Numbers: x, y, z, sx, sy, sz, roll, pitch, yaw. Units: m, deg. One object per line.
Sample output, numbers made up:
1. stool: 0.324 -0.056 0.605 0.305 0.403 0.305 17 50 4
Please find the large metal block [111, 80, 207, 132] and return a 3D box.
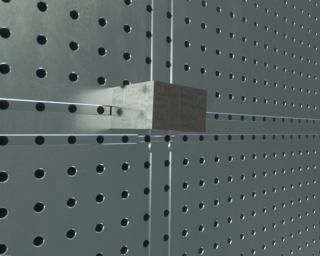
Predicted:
1. large metal block: -0.002 -0.022 0.371 0.081 0.080 0.050 4 88 -40
